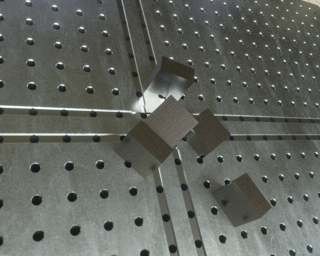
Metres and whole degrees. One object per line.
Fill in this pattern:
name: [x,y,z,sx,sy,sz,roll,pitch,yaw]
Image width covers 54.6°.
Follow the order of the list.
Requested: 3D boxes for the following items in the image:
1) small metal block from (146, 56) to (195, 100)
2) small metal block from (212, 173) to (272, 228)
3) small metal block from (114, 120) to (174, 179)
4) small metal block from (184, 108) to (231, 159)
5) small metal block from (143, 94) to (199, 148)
small metal block: [0.014,-0.069,0.441,0.050,0.050,0.025,19,55,-17]
small metal block: [0.102,0.091,0.390,0.025,0.050,0.050,-26,76,-37]
small metal block: [-0.020,0.027,0.365,0.050,0.050,0.025,43,51,1]
small metal block: [0.063,0.007,0.437,0.050,0.025,0.050,-34,81,-38]
small metal block: [0.014,-0.007,0.403,0.050,0.025,0.050,-44,86,-1]
